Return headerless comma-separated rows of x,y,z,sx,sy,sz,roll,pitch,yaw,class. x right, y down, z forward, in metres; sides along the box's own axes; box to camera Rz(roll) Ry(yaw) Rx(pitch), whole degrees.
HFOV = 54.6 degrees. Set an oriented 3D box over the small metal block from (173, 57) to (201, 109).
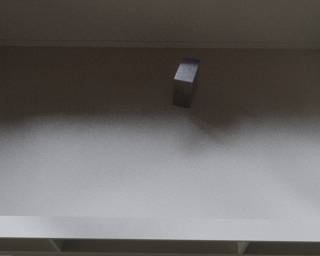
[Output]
0.038,-0.065,0.444,0.025,0.050,0.050,13,51,11,small metal block
